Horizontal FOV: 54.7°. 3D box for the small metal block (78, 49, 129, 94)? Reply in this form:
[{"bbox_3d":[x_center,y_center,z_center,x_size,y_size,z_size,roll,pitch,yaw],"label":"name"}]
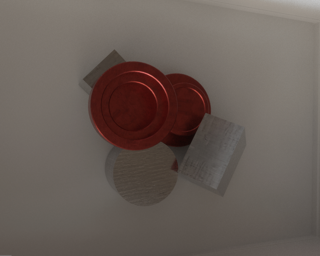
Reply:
[{"bbox_3d":[-0.068,-0.063,0.370,0.025,0.050,0.050,46,76,-15],"label":"small metal block"}]

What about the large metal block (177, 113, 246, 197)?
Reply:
[{"bbox_3d":[0.071,0.038,0.400,0.050,0.080,0.080,23,79,22],"label":"large metal block"}]

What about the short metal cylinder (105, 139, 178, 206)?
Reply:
[{"bbox_3d":[-0.024,0.052,0.388,0.081,0.050,0.079,0,90,-21],"label":"short metal cylinder"}]

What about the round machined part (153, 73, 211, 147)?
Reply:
[{"bbox_3d":[0.025,-0.024,0.408,0.099,0.042,0.097,0,90,-21],"label":"round machined part"}]

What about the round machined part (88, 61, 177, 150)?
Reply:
[{"bbox_3d":[-0.033,-0.024,0.357,0.099,0.042,0.097,0,90,-21],"label":"round machined part"}]
